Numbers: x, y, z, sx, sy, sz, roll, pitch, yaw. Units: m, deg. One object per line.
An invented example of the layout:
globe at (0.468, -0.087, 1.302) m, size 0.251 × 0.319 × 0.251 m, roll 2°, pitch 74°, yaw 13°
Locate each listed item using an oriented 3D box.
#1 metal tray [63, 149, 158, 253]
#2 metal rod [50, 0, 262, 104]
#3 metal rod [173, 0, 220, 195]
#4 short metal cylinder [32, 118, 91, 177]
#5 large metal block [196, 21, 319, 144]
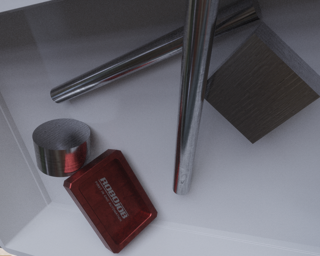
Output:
metal tray at (-0.070, 0.108, 0.465) m, size 0.030 × 0.091 × 0.130 m, roll -2°, pitch 120°, yaw 56°
metal rod at (-0.030, -0.081, 0.372) m, size 0.300 × 0.025 × 0.025 m, roll -15°, pitch 111°, yaw 34°
metal rod at (0.031, -0.010, 0.332) m, size 0.025 × 0.025 × 0.298 m, roll 20°, pitch 143°, yaw 16°
short metal cylinder at (-0.145, 0.028, 0.465) m, size 0.080 × 0.080 × 0.050 m, roll 18°, pitch 125°, yaw 17°
large metal block at (0.099, -0.044, 0.313) m, size 0.080 × 0.050 × 0.080 m, roll 43°, pitch 129°, yaw -2°
